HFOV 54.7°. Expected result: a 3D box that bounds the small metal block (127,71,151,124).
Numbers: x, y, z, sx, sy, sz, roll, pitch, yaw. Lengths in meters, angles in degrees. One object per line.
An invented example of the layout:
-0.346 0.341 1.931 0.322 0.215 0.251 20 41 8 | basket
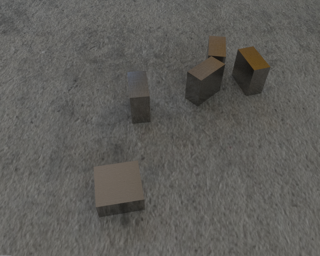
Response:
-0.029 -0.042 0.422 0.025 0.050 0.050 -5 50 -5 | small metal block

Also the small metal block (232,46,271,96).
0.133 -0.084 0.459 0.025 0.050 0.050 -13 51 -11 | small metal block

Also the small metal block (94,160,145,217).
-0.046 0.067 0.346 0.050 0.025 0.050 -8 51 -7 | small metal block

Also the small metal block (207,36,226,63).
0.085 -0.106 0.477 0.025 0.050 0.050 6 50 4 | small metal block

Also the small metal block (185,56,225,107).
0.064 -0.067 0.444 0.050 0.050 0.025 -36 59 -26 | small metal block
